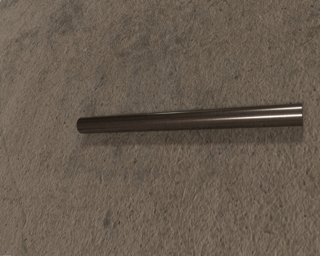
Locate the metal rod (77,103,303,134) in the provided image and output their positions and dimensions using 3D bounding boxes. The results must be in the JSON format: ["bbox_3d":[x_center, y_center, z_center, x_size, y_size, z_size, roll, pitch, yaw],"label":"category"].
[{"bbox_3d":[0.018,-0.009,0.398,0.301,0.025,0.025,-2,61,26],"label":"metal rod"}]
